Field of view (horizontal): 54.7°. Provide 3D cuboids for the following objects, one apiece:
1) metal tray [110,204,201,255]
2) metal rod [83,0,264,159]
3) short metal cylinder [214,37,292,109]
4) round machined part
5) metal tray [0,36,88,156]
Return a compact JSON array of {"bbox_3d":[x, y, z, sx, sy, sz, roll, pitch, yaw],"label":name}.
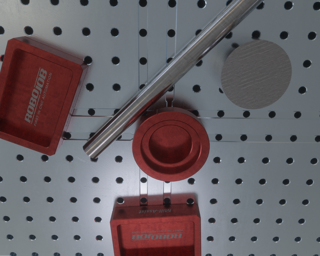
[{"bbox_3d":[-0.005,0.164,0.471,0.131,0.030,0.089,-3,110,1],"label":"metal tray"},{"bbox_3d":[0.012,-0.066,0.389,0.299,0.025,0.025,-42,105,14],"label":"metal rod"},{"bbox_3d":[0.110,-0.068,0.376,0.081,0.050,0.079,0,110,0],"label":"short metal cylinder"},{"bbox_3d":[0.014,0.018,0.411,0.099,0.042,0.097,0,110,0],"label":"round machined part"},{"bbox_3d":[-0.157,-0.038,0.395,0.090,0.030,0.129,21,109,-8],"label":"metal tray"}]
